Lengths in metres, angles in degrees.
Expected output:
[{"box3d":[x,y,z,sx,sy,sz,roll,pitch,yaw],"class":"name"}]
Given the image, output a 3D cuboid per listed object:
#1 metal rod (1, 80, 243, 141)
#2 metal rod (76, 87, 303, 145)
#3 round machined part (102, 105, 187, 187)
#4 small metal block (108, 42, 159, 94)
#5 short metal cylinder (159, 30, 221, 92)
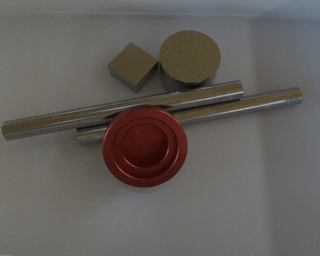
[{"box3d":[-0.043,-0.024,0.396,0.302,0.025,0.025,-10,71,-4],"class":"metal rod"},{"box3d":[0.042,-0.017,0.416,0.302,0.025,0.025,-11,71,-5],"class":"metal rod"},{"box3d":[-0.019,0.019,0.377,0.099,0.042,0.097,-2,106,-7],"class":"round machined part"},{"box3d":[-0.037,-0.086,0.441,0.050,0.025,0.050,37,74,12],"class":"small metal block"},{"box3d":[0.039,-0.086,0.429,0.081,0.050,0.080,0,70,0],"class":"short metal cylinder"}]
